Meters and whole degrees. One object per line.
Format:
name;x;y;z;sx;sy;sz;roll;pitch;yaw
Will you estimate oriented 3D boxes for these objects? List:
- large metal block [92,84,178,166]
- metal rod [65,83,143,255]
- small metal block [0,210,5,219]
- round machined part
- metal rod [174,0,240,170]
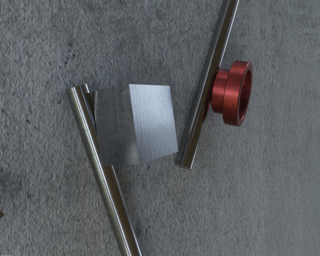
large metal block;-0.025;-0.005;0.351;0.080;0.050;0.079;-10;93;-58
metal rod;-0.050;0.095;0.364;0.025;0.025;0.298;-25;106;-37
small metal block;-0.173;0.074;0.261;0.050;0.025;0.050;-49;119;-29
round machined part;0.108;-0.053;0.470;0.098;0.042;0.097;11;91;-66
metal rod;0.077;-0.083;0.471;0.025;0.025;0.299;29;72;-37
